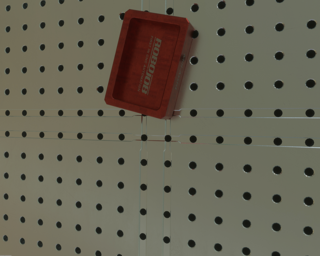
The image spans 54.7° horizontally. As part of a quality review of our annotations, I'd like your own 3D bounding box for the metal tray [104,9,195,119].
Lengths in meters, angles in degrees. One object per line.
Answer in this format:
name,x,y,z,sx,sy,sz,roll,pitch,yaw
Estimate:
metal tray,-0.015,-0.084,0.414,0.090,0.030,0.129,16,95,18
